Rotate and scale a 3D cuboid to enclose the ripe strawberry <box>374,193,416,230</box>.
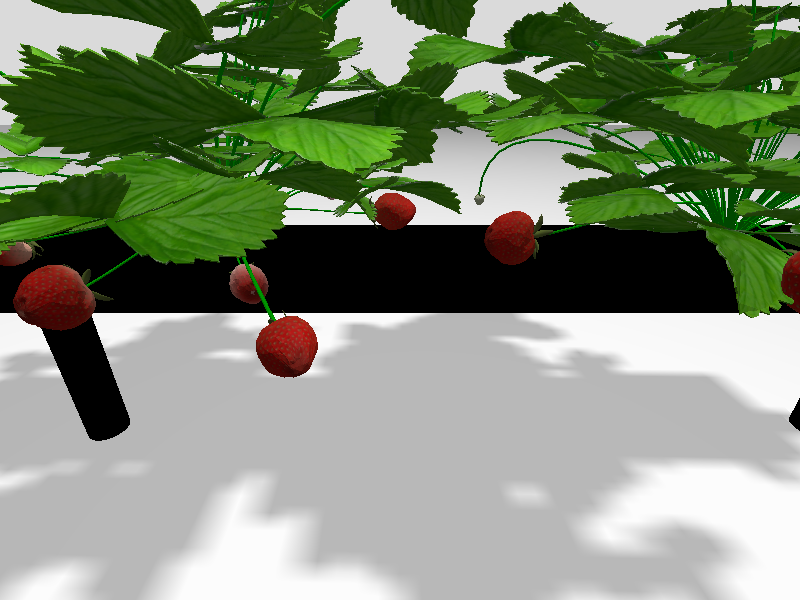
[{"bbox_3d":[-0.005,-0.089,0.397,0.042,0.036,0.042,-7,26,-16],"label":"ripe strawberry"}]

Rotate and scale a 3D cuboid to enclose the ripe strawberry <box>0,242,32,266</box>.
[{"bbox_3d":[-0.304,-0.044,0.305,0.036,0.037,0.033,-10,27,-18],"label":"ripe strawberry"}]

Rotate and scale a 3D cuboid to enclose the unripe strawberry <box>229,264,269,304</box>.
[{"bbox_3d":[-0.092,-0.009,0.244,0.022,0.025,0.024,-12,29,-24],"label":"unripe strawberry"}]

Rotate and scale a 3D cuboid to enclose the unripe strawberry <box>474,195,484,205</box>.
[{"bbox_3d":[0.091,-0.114,0.458,0.011,0.011,0.011,13,28,26],"label":"unripe strawberry"}]

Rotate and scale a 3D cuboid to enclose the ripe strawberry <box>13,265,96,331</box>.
[{"bbox_3d":[-0.186,0.000,0.214,0.031,0.035,0.033,5,26,10],"label":"ripe strawberry"}]

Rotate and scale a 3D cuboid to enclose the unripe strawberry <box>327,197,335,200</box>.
[{"bbox_3d":[-0.090,-0.143,0.537,0.019,0.017,0.017,8,14,16],"label":"unripe strawberry"}]

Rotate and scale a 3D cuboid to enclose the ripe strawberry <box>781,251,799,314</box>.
[{"bbox_3d":[0.245,-0.008,0.223,0.045,0.047,0.049,8,27,17],"label":"ripe strawberry"}]

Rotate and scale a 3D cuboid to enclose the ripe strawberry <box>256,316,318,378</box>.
[{"bbox_3d":[-0.049,0.022,0.177,0.027,0.028,0.029,-13,29,-25],"label":"ripe strawberry"}]

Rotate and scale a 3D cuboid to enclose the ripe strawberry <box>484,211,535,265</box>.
[{"bbox_3d":[0.083,-0.047,0.308,0.039,0.040,0.035,-7,26,-12],"label":"ripe strawberry"}]
